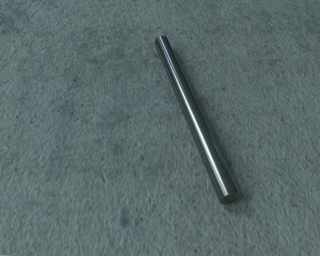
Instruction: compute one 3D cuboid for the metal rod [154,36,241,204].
[{"bbox_3d":[0.040,-0.034,0.432,0.025,0.025,0.300,-11,51,-9],"label":"metal rod"}]
